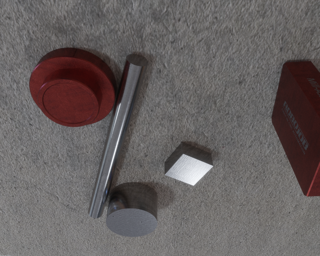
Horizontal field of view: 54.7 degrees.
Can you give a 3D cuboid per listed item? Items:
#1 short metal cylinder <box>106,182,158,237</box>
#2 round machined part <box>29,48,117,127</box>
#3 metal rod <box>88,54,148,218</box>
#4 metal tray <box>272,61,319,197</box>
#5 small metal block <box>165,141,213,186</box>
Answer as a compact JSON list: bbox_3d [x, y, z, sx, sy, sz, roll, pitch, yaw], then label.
[{"bbox_3d":[-0.044,0.133,0.504,0.081,0.050,0.079,0,130,0],"label":"short metal cylinder"},{"bbox_3d":[-0.102,-0.040,0.361,0.099,0.042,0.097,0,130,0],"label":"round machined part"},{"bbox_3d":[-0.067,0.034,0.435,0.025,0.025,0.298,13,129,-11],"label":"metal rod"},{"bbox_3d":[0.161,-0.003,0.337,0.030,0.130,0.089,-3,130,2],"label":"metal tray"},{"bbox_3d":[0.041,0.053,0.453,0.050,0.025,0.050,23,126,-19],"label":"small metal block"}]
